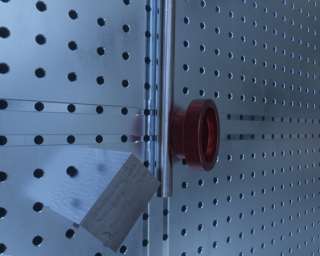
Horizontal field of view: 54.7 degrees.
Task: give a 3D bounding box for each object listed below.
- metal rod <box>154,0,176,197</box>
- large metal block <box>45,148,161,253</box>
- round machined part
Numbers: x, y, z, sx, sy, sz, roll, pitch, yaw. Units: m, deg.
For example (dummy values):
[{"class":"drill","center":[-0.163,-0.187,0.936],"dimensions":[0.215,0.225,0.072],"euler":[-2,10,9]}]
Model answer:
[{"class":"metal rod","center":[0.007,-0.059,0.414],"dimensions":[0.025,0.025,0.298],"euler":[2,89,-40]},{"class":"large metal block","center":[-0.060,0.070,0.323],"dimensions":[0.050,0.080,0.080],"euler":[51,60,-28]},{"class":"round machined part","center":[0.049,0.009,0.424],"dimensions":[0.098,0.042,0.097],"euler":[0,90,-64]}]
